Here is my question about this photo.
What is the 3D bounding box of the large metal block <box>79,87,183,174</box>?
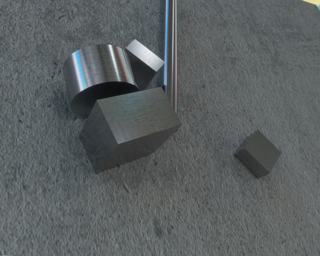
[{"bbox_3d":[-0.036,0.003,0.349,0.081,0.080,0.050,-17,71,-35],"label":"large metal block"}]

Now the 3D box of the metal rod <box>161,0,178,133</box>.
[{"bbox_3d":[0.015,-0.125,0.490,0.025,0.025,0.299,15,55,-20],"label":"metal rod"}]

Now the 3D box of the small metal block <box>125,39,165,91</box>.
[{"bbox_3d":[-0.029,-0.084,0.424,0.050,0.050,0.025,37,51,-4],"label":"small metal block"}]

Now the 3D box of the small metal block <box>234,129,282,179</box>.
[{"bbox_3d":[0.146,0.038,0.462,0.050,0.025,0.050,46,51,3],"label":"small metal block"}]

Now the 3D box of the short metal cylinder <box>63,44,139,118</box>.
[{"bbox_3d":[-0.069,-0.052,0.364,0.081,0.080,0.050,-4,64,-31],"label":"short metal cylinder"}]
